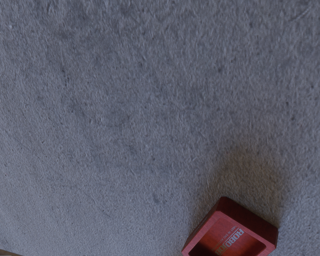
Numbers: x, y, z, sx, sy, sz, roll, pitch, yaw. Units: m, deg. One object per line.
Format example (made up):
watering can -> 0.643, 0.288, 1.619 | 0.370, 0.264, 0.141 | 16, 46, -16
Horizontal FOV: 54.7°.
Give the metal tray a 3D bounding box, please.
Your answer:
metal tray -> 0.098, 0.168, 0.455 | 0.090, 0.030, 0.129 | 31, 128, 7
